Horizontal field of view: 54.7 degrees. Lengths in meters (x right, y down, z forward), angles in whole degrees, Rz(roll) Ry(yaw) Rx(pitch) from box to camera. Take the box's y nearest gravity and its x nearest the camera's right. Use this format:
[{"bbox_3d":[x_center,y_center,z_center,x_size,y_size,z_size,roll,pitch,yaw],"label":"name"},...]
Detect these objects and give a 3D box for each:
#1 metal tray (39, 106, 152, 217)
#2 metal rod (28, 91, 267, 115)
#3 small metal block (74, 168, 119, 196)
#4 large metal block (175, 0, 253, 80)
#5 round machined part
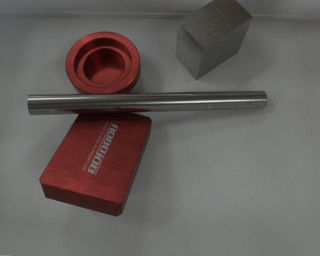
[{"bbox_3d":[-0.069,0.031,0.369,0.090,0.030,0.130,14,47,4],"label":"metal tray"},{"bbox_3d":[-0.007,-0.033,0.398,0.302,0.025,0.025,-2,70,-11],"label":"metal rod"},{"bbox_3d":[-0.073,0.067,0.371,0.050,0.050,0.025,5,70,1],"label":"small metal block"},{"bbox_3d":[0.070,-0.123,0.426,0.080,0.080,0.050,-35,74,-12],"label":"large metal block"},{"bbox_3d":[-0.076,-0.081,0.429,0.099,0.042,0.098,0,70,-1],"label":"round machined part"}]
